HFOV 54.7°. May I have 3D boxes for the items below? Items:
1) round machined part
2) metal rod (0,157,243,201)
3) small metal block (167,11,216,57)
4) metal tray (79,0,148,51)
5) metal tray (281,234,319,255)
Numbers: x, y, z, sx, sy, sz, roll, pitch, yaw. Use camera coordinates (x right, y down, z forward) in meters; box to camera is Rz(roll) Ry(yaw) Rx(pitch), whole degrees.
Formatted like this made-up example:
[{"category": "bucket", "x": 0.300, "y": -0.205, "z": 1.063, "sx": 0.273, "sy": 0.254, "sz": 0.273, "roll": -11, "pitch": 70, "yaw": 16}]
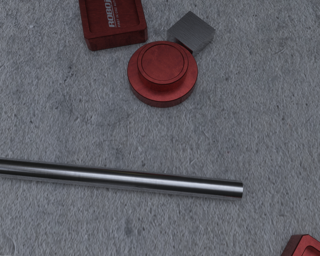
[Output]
[{"category": "round machined part", "x": 0.004, "y": -0.081, "z": 0.429, "sx": 0.099, "sy": 0.042, "sz": 0.098, "roll": 0, "pitch": 70, "yaw": -1}, {"category": "metal rod", "x": -0.051, "y": 0.063, "z": 0.384, "sx": 0.302, "sy": 0.025, "sz": 0.025, "roll": 5, "pitch": 70, "yaw": 1}, {"category": "small metal block", "x": 0.045, "y": -0.137, "z": 0.459, "sx": 0.050, "sy": 0.025, "sz": 0.050, "roll": 42, "pitch": 75, "yaw": 13}, {"category": "metal tray", "x": -0.075, "y": -0.186, "z": 0.472, "sx": 0.091, "sy": 0.030, "sz": 0.129, "roll": -11, "pitch": 70, "yaw": -5}, {"category": "metal tray", "x": 0.161, "y": 0.195, "z": 0.336, "sx": 0.090, "sy": 0.030, "sz": 0.130, "roll": 34, "pitch": 73, "yaw": 11}]
